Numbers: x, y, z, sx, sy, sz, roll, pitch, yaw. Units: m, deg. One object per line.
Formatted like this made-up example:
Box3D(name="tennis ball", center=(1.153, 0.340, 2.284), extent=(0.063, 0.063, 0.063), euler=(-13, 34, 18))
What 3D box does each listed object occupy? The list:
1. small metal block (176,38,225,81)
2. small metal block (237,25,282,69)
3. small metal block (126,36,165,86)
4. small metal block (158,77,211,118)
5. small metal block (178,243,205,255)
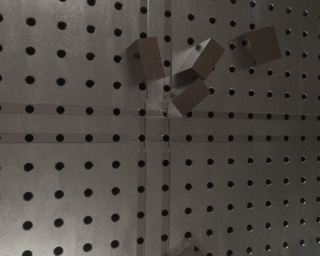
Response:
Box3D(name="small metal block", center=(0.054, -0.089, 0.420), extent=(0.025, 0.050, 0.050), euler=(37, 78, -17))
Box3D(name="small metal block", center=(0.151, -0.123, 0.470), extent=(0.050, 0.025, 0.050), euler=(-20, 97, -19))
Box3D(name="small metal block", center=(-0.019, -0.083, 0.393), extent=(0.025, 0.050, 0.050), euler=(-15, 95, -20))
Box3D(name="small metal block", center=(0.031, -0.039, 0.412), extent=(0.050, 0.050, 0.025), euler=(-41, 104, -16))
Box3D(name="small metal block", center=(0.045, 0.200, 0.431), extent=(0.050, 0.025, 0.050), euler=(-38, 103, -16))
